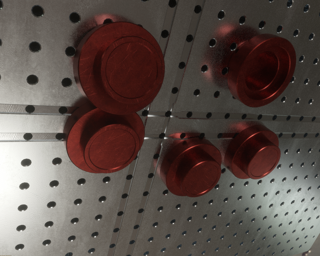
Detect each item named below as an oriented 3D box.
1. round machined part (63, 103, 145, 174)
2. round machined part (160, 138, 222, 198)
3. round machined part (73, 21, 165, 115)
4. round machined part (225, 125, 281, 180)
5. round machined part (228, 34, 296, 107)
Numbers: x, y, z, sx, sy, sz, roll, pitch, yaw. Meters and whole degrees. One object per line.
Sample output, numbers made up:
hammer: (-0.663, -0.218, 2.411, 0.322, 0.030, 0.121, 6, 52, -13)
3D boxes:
round machined part: (-0.063, 0.016, 0.377, 0.099, 0.042, 0.097, -14, 124, -21)
round machined part: (0.054, 0.067, 0.473, 0.099, 0.042, 0.097, -14, 124, -21)
round machined part: (-0.037, -0.062, 0.327, 0.099, 0.042, 0.097, -8, 106, -28)
round machined part: (0.162, 0.047, 0.521, 0.099, 0.042, 0.097, -14, 125, -21)
round machined part: (0.133, -0.081, 0.425, 0.099, 0.042, 0.097, -14, 124, -21)
